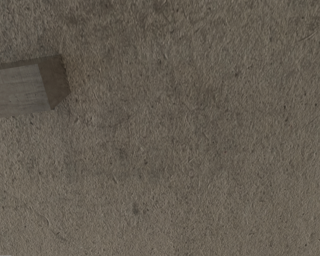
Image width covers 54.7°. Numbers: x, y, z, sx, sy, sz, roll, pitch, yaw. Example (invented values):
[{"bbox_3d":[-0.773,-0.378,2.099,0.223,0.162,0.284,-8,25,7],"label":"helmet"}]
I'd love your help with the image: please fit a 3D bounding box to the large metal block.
[{"bbox_3d":[-0.160,-0.050,0.360,0.080,0.080,0.050,-8,110,3],"label":"large metal block"}]
